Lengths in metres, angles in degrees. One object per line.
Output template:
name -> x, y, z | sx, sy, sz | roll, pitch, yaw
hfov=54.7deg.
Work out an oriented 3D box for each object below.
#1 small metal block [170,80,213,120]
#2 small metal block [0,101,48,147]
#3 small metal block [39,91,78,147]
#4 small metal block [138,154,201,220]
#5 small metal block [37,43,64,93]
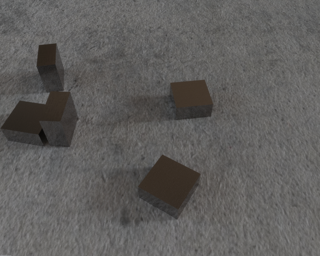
small metal block -> 0.043, -0.040, 0.438 | 0.050, 0.025, 0.050 | -6, 50, -6
small metal block -> -0.168, -0.006, 0.406 | 0.050, 0.025, 0.050 | 9, 50, 7
small metal block -> -0.127, -0.011, 0.395 | 0.025, 0.050, 0.050 | 2, 50, 1
small metal block -> 0.011, 0.065, 0.349 | 0.050, 0.025, 0.050 | 26, 54, 19
small metal block -> -0.161, -0.089, 0.460 | 0.025, 0.050, 0.050 | -8, 51, -7
